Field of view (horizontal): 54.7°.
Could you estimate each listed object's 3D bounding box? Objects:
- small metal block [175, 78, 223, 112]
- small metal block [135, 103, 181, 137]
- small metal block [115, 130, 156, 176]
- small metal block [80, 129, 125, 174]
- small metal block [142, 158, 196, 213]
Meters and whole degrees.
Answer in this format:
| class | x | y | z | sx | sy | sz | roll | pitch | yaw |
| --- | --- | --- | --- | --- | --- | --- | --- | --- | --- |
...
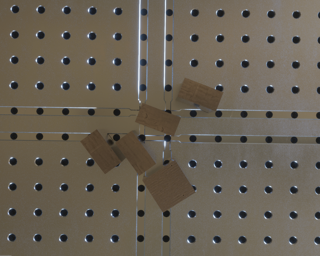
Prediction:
| class | x | y | z | sx | sy | sz | roll | pitch | yaw |
| --- | --- | --- | --- | --- | --- | --- | --- | --- | --- |
| small metal block | 0.049 | -0.041 | 0.402 | 0.050 | 0.050 | 0.025 | 21 | 90 | -1 |
| small metal block | -0.002 | -0.010 | 0.401 | 0.050 | 0.050 | 0.025 | 21 | 90 | -1 |
| small metal block | -0.030 | 0.030 | 0.401 | 0.025 | 0.050 | 0.050 | -36 | 90 | 0 |
| small metal block | -0.072 | 0.029 | 0.400 | 0.025 | 0.050 | 0.050 | -37 | 90 | 0 |
| small metal block | 0.012 | 0.076 | 0.414 | 0.050 | 0.025 | 0.050 | -32 | 90 | -1 |
